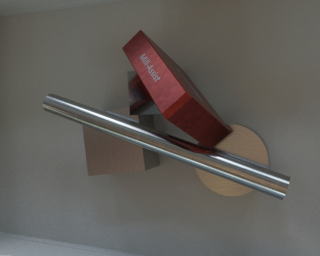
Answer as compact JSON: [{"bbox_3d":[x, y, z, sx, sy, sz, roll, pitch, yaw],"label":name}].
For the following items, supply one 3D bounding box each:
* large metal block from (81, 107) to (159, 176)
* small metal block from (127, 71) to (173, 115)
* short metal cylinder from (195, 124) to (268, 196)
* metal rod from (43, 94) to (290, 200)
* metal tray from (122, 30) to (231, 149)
[{"bbox_3d":[-0.052,0.017,0.413,0.080,0.050,0.080,-8,87,19],"label":"large metal block"},{"bbox_3d":[-0.013,-0.044,0.377,0.050,0.025,0.050,-3,53,-7],"label":"small metal block"},{"bbox_3d":[0.086,0.035,0.365,0.080,0.050,0.079,0,90,19],"label":"short metal cylinder"},{"bbox_3d":[-0.009,0.014,0.357,0.301,0.025,0.025,19,96,18],"label":"metal rod"},{"bbox_3d":[0.016,-0.044,0.342,0.030,0.090,0.130,-42,47,14],"label":"metal tray"}]
